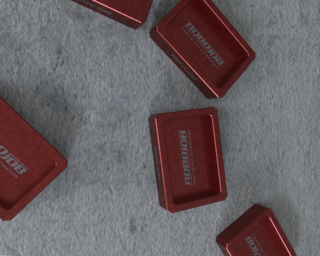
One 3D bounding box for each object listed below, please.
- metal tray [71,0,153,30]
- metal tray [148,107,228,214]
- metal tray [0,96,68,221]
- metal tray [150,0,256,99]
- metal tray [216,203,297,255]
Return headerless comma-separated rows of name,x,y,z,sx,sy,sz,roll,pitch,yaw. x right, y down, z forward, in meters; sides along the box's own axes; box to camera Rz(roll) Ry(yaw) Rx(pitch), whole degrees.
metal tray,-0.068,-0.191,0.381,0.131,0.030,0.090,20,83,-19
metal tray,0.039,0.041,0.421,0.091,0.030,0.129,-8,93,-20
metal tray,-0.180,0.025,0.339,0.090,0.030,0.130,-46,105,-15
metal tray,0.061,-0.115,0.430,0.130,0.030,0.090,44,76,-15
metal tray,0.152,0.192,0.464,0.090,0.030,0.130,-34,101,-17
